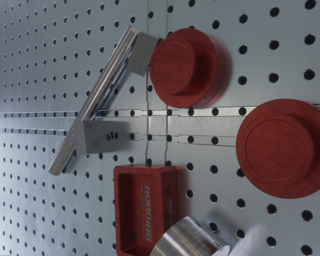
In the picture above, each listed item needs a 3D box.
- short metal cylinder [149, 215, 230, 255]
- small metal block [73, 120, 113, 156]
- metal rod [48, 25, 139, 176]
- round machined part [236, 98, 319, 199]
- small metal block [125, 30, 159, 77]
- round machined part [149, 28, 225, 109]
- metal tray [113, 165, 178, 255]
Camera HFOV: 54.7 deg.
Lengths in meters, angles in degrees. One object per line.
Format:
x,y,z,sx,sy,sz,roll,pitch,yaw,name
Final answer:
0.032,0.146,0.347,0.050,0.081,0.079,36,112,34,short metal cylinder
-0.103,0.015,0.478,0.025,0.050,0.050,-14,81,39,small metal block
-0.114,-0.030,0.503,0.025,0.025,0.298,51,120,28,metal rod
0.118,0.020,0.301,0.098,0.042,0.097,0,90,40,round machined part
-0.022,-0.100,0.409,0.025,0.050,0.050,21,108,-6,small metal block
0.025,-0.073,0.377,0.098,0.042,0.097,0,90,40,round machined part
-0.020,0.116,0.422,0.090,0.030,0.129,-4,88,40,metal tray
